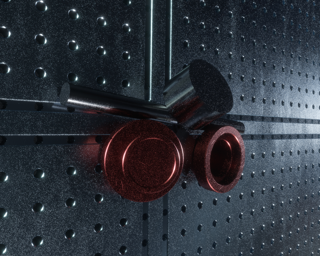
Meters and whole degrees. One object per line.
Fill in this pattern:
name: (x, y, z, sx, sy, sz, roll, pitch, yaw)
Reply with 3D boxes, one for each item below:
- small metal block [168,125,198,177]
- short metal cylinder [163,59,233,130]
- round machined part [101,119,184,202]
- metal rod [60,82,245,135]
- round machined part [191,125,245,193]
small metal block: (0.024, 0.031, 0.424, 0.050, 0.025, 0.050, 44, 64, -31)
short metal cylinder: (0.051, -0.043, 0.412, 0.080, 0.050, 0.080, 24, 50, -31)
round machined part: (-0.016, 0.039, 0.363, 0.099, 0.042, 0.097, 0, 91, -22)
metal rod: (0.016, -0.017, 0.418, 0.302, 0.025, 0.025, 9, 84, -40)
round machined part: (0.081, 0.044, 0.459, 0.099, 0.042, 0.097, -3, 95, -43)
